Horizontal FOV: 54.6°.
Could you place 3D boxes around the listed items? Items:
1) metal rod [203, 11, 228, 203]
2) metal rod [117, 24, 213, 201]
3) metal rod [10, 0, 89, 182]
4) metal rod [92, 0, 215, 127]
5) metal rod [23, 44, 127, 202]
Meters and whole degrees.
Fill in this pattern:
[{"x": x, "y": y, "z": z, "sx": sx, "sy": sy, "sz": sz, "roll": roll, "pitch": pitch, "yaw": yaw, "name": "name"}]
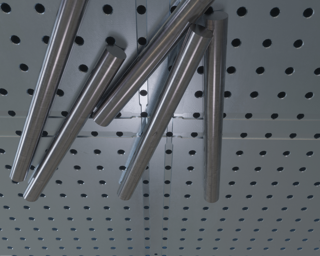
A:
[{"x": 0.070, "y": -0.001, "z": 0.411, "sx": 0.025, "sy": 0.025, "sz": 0.298, "roll": -4, "pitch": 130, "yaw": 3, "name": "metal rod"}, {"x": -0.008, "y": 0.005, "z": 0.403, "sx": 0.025, "sy": 0.025, "sz": 0.298, "roll": 15, "pitch": 132, "yaw": -12, "name": "metal rod"}, {"x": -0.147, "y": -0.030, "z": 0.384, "sx": 0.025, "sy": 0.025, "sz": 0.298, "roll": 21, "pitch": 127, "yaw": -17, "name": "metal rod"}, {"x": 0.014, "y": -0.102, "z": 0.324, "sx": 0.025, "sy": 0.025, "sz": 0.299, "roll": 30, "pitch": 124, "yaw": -23, "name": "metal rod"}, {"x": -0.128, "y": 0.012, "z": 0.420, "sx": 0.025, "sy": 0.025, "sz": 0.298, "roll": 26, "pitch": 125, "yaw": -20, "name": "metal rod"}]
